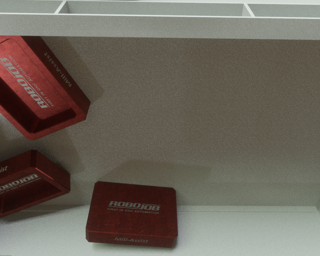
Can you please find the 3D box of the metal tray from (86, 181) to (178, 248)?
[{"bbox_3d":[-0.041,0.131,0.477,0.131,0.090,0.030,6,130,-6],"label":"metal tray"}]

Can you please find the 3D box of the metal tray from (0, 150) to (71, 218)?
[{"bbox_3d":[-0.211,0.085,0.451,0.130,0.030,0.090,-21,142,8],"label":"metal tray"}]

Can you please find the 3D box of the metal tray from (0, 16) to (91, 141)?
[{"bbox_3d":[-0.155,-0.050,0.361,0.090,0.030,0.130,-20,128,16],"label":"metal tray"}]
